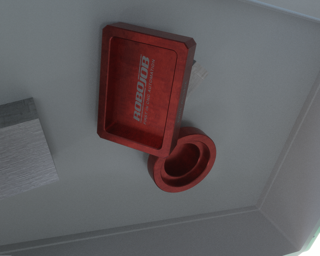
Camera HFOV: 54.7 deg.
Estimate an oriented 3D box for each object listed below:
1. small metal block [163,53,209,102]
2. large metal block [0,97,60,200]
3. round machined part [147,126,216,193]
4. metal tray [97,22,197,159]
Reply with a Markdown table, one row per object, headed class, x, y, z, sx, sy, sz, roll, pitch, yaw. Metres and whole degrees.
| class | x | y | z | sx | sy | sz | roll | pitch | yaw |
| --- | --- | --- | --- | --- | --- | --- | --- | --- | --- |
| small metal block | 0.022 | -0.061 | 0.369 | 0.025 | 0.050 | 0.050 | 32 | 100 | -39 |
| large metal block | -0.159 | 0.023 | 0.321 | 0.081 | 0.050 | 0.079 | -18 | 126 | -19 |
| round machined part | 0.027 | 0.040 | 0.439 | 0.099 | 0.042 | 0.097 | -14 | 125 | -21 |
| metal tray | -0.019 | -0.039 | 0.336 | 0.030 | 0.090 | 0.129 | -49 | 152 | -58 |
